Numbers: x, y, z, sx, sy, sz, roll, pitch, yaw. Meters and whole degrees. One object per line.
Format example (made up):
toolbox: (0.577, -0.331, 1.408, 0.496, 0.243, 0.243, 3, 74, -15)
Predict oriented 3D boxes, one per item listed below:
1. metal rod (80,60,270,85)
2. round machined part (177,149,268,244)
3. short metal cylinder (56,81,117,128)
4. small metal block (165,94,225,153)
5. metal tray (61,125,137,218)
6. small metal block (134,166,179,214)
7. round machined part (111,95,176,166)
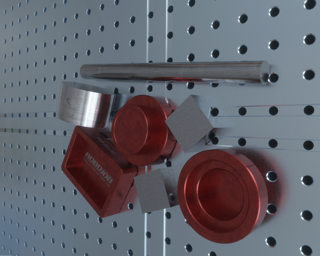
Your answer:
metal rod: (-0.006, -0.075, 0.414, 0.300, 0.025, 0.025, 9, 96, 39)
round machined part: (0.071, 0.071, 0.340, 0.098, 0.042, 0.097, 0, 90, 40)
short metal cylinder: (-0.110, -0.036, 0.464, 0.080, 0.081, 0.050, 23, 104, 38)
small metal block: (0.041, -0.005, 0.376, 0.050, 0.025, 0.050, -46, 63, 30)
metal tray: (-0.101, 0.065, 0.489, 0.130, 0.030, 0.089, 38, 114, 33)
small metal block: (-0.003, 0.083, 0.413, 0.050, 0.025, 0.050, -24, 75, 37)
round machined part: (-0.028, 0.003, 0.421, 0.098, 0.042, 0.097, -3, 85, 39)
